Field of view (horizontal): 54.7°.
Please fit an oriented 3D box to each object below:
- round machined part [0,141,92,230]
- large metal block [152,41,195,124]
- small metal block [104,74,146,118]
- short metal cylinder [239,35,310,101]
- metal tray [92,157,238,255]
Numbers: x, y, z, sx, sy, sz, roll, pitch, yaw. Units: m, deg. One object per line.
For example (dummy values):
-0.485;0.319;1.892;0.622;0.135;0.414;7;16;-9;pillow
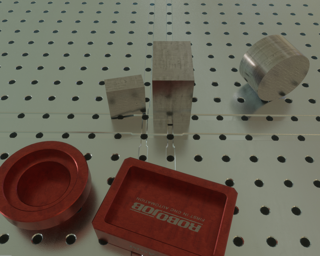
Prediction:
-0.125;0.065;0.341;0.099;0.042;0.098;0;50;0;round machined part
0.016;-0.062;0.424;0.050;0.080;0.080;0;50;0;large metal block
-0.047;-0.043;0.427;0.050;0.050;0.025;-10;51;-8;small metal block
0.163;-0.085;0.445;0.081;0.080;0.050;-16;52;-13;short metal cylinder
0.007;0.090;0.328;0.130;0.030;0.090;15;52;12;metal tray
